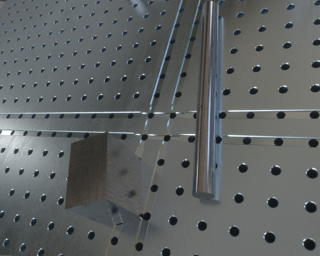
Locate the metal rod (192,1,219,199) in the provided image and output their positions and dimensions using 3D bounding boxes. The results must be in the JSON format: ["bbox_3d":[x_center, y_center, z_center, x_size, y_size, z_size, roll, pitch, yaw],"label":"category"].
[{"bbox_3d":[0.063,-0.057,0.409,0.025,0.025,0.299,-7,58,24],"label":"metal rod"}]

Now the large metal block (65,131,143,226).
[{"bbox_3d":[-0.062,0.063,0.367,0.050,0.080,0.080,-18,55,18],"label":"large metal block"}]
